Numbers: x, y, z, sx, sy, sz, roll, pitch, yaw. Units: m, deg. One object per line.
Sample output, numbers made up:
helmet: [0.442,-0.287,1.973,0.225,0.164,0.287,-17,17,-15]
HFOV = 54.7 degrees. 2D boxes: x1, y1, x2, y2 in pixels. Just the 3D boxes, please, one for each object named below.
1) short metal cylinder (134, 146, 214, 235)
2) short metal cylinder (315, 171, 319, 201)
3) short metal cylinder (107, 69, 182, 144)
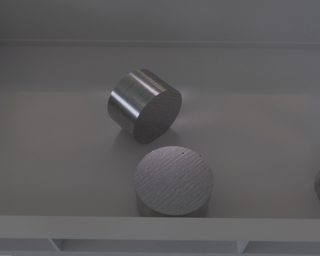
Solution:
short metal cylinder: [0.014,0.066,0.333,0.080,0.050,0.080,0,50,0]
short metal cylinder: [0.221,0.060,0.339,0.080,0.050,0.080,0,50,0]
short metal cylinder: [-0.019,-0.027,0.392,0.080,0.080,0.050,-35,58,-26]
